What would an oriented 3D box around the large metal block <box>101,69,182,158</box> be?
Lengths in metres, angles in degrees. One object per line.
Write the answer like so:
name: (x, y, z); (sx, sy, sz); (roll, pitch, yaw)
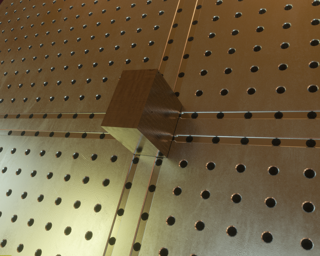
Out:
large metal block: (-0.019, -0.017, 0.391); (0.050, 0.080, 0.080); (4, 64, 29)
